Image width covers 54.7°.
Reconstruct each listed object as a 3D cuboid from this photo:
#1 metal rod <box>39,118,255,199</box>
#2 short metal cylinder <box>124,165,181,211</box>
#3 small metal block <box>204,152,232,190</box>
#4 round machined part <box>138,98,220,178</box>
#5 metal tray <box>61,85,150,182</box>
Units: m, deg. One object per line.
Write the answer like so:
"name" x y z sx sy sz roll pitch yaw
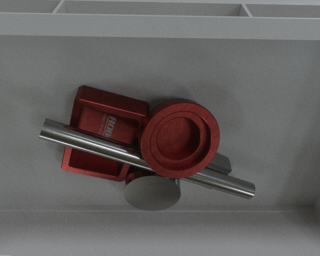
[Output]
"metal rod" -0.002 0.046 0.409 0.302 0.025 0.025 19 128 -19
"short metal cylinder" -0.011 0.078 0.456 0.081 0.050 0.079 0 130 0
"small metal block" 0.069 0.060 0.459 0.050 0.025 0.050 25 126 -20
"round machined part" 0.021 0.010 0.389 0.099 0.042 0.097 -4 109 -13
"metal tray" -0.075 0.013 0.413 0.091 0.030 0.129 14 129 -13
